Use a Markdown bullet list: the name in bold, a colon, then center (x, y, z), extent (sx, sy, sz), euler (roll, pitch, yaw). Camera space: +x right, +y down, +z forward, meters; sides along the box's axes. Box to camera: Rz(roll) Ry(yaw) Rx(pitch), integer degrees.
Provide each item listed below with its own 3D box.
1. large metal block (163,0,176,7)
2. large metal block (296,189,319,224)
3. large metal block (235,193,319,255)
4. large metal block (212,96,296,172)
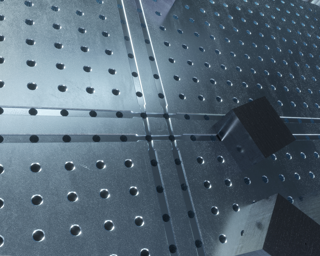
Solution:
- **large metal block**: center (0.013, -0.285, 0.572), extent (0.080, 0.050, 0.080), euler (33, 52, -7)
- **large metal block**: center (0.254, 0.123, 0.434), extent (0.050, 0.080, 0.080), euler (-1, 62, -29)
- **large metal block**: center (0.152, 0.143, 0.386), extent (0.080, 0.050, 0.080), euler (38, 51, -3)
- **large metal block**: center (0.140, 0.007, 0.462), extent (0.081, 0.050, 0.080), euler (-21, 73, -36)
